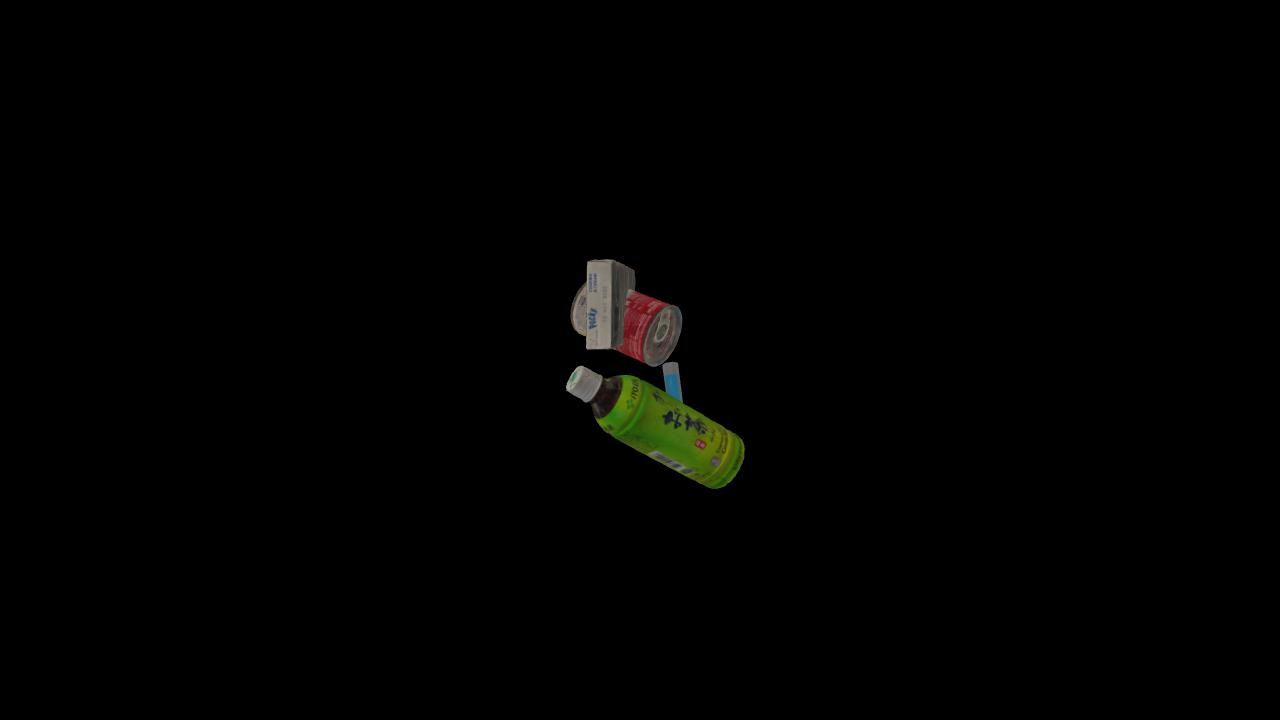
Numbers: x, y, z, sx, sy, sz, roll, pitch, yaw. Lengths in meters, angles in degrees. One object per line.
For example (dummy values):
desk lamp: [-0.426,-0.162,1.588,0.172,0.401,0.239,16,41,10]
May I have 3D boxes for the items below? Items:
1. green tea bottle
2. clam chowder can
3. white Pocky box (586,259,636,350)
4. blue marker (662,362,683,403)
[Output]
green tea bottle: [0.016,0.069,0.664,0.212,0.073,0.073,30,-13,-24]
clam chowder can: [-0.016,-0.042,0.655,0.102,0.068,0.068,24,12,29]
white Pocky box: [-0.027,-0.056,0.631,0.028,0.084,0.154,1,5,7]
blue marker: [0.042,0.062,0.700,0.020,0.121,0.020,-6,-18,-2]
